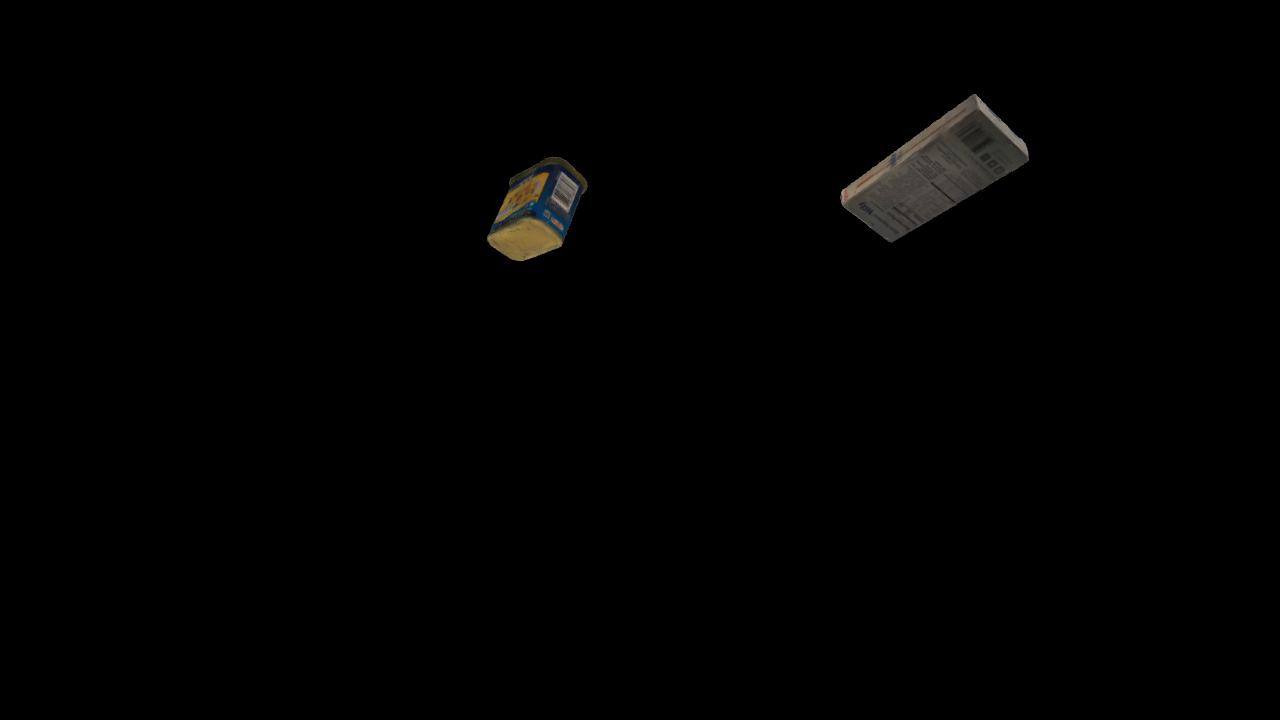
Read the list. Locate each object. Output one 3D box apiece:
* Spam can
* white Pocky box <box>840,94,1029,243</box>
[{"bbox_3d":[-0.116,-0.165,0.687,0.101,0.085,0.058,-10,-35,44],"label":"Spam can"},{"bbox_3d":[0.291,-0.185,0.620,0.084,0.028,0.154,28,-36,-23],"label":"white Pocky box"}]
